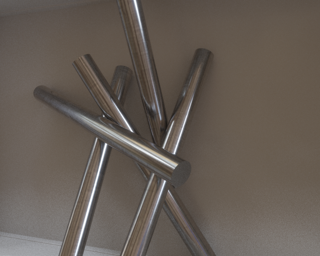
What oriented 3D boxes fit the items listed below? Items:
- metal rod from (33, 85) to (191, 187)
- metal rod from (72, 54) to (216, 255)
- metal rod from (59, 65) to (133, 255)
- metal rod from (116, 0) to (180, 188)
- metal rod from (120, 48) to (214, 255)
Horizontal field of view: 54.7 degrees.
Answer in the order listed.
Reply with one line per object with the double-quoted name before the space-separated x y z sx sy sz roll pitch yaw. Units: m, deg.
"metal rod" -0.081 -0.006 0.374 0.300 0.025 0.025 25 99 42
"metal rod" -0.016 0.044 0.379 0.025 0.025 0.299 -31 92 17
"metal rod" -0.079 0.056 0.372 0.025 0.025 0.299 4 66 19
"metal rod" -0.016 -0.061 0.349 0.025 0.025 0.298 -5 114 19
"metal rod" 0.006 0.040 0.347 0.025 0.025 0.299 14 71 19
